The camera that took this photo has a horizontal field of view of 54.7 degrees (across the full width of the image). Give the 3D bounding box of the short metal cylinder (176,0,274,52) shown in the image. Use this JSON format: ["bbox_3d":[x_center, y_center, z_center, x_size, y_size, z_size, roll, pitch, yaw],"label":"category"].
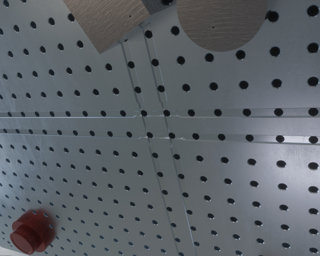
[{"bbox_3d":[0.062,-0.118,0.289,0.080,0.050,0.079,13,124,21],"label":"short metal cylinder"}]

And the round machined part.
[{"bbox_3d":[-0.307,0.254,0.719,0.098,0.042,0.097,13,124,21],"label":"round machined part"}]

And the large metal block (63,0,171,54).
[{"bbox_3d":[-0.050,-0.140,0.335,0.080,0.050,0.080,-25,105,37],"label":"large metal block"}]
